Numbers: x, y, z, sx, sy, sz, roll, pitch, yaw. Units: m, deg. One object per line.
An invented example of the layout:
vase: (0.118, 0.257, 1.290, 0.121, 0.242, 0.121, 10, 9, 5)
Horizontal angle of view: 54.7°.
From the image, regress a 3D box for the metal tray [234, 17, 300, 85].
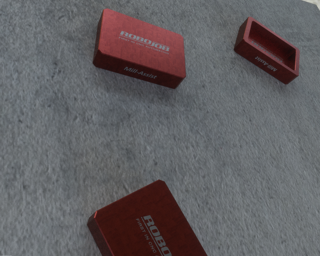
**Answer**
metal tray: (0.214, -0.154, 0.612, 0.131, 0.030, 0.090, 30, 52, -10)

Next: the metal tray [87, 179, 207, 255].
metal tray: (-0.005, 0.130, 0.320, 0.091, 0.030, 0.130, -21, 73, -36)

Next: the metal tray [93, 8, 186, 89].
metal tray: (-0.028, -0.116, 0.458, 0.131, 0.030, 0.090, 13, 56, -22)
